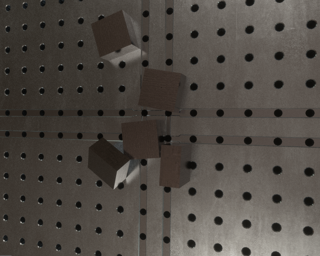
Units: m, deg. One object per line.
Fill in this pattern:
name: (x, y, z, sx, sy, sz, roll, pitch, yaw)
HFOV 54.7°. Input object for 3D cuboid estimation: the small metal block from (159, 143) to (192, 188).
small metal block: (0.021, 0.045, 0.391, 0.025, 0.050, 0.050, 3, 91, 20)

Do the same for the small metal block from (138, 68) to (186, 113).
small metal block: (0.003, -0.050, 0.411, 0.050, 0.025, 0.050, 12, 94, 19)

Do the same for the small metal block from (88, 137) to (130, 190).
small metal block: (-0.071, 0.049, 0.422, 0.050, 0.025, 0.050, 37, 142, 16)

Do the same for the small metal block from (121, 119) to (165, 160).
small metal block: (-0.022, 0.016, 0.420, 0.050, 0.025, 0.050, -6, 88, 19)

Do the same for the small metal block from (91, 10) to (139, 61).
small metal block: (-0.063, -0.128, 0.434, 0.050, 0.025, 0.050, -17, 84, 18)
